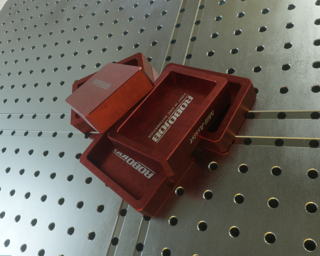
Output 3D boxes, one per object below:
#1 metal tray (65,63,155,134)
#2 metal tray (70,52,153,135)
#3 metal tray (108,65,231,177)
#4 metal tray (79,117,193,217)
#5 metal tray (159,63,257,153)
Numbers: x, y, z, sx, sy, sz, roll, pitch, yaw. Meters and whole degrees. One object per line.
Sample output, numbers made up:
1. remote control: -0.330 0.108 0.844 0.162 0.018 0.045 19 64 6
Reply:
1. metal tray: -0.073 -0.047 0.421 0.090 0.030 0.130 -43 28 -11
2. metal tray: -0.074 -0.053 0.477 0.130 0.030 0.090 -20 54 16
3. metal tray: 0.013 -0.015 0.368 0.090 0.030 0.130 22 62 36
4. metal tray: -0.034 0.040 0.399 0.130 0.030 0.090 30 78 37
5. metal tray: 0.044 -0.031 0.401 0.130 0.030 0.090 21 72 36
